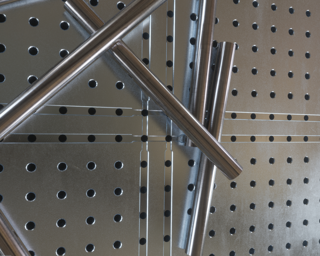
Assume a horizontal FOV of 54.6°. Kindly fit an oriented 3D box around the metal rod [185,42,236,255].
[{"bbox_3d":[0.072,0.027,0.438,0.025,0.025,0.299,11,86,-20],"label":"metal rod"}]

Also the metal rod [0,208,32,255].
[{"bbox_3d":[-0.214,0.049,0.333,0.025,0.025,0.299,-31,100,-17],"label":"metal rod"}]

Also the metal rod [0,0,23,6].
[{"bbox_3d":[-0.114,-0.180,0.370,0.302,0.025,0.025,-25,98,-18],"label":"metal rod"}]

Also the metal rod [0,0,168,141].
[{"bbox_3d":[-0.094,-0.076,0.351,0.300,0.025,0.025,-42,104,-5],"label":"metal rod"}]

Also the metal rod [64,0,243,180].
[{"bbox_3d":[-0.003,-0.046,0.393,0.300,0.025,0.025,46,76,-8],"label":"metal rod"}]

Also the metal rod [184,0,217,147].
[{"bbox_3d":[0.062,-0.123,0.434,0.025,0.025,0.299,7,88,-20],"label":"metal rod"}]
